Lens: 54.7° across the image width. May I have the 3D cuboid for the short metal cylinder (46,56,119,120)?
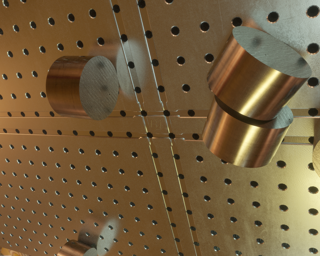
[{"bbox_3d":[-0.096,-0.051,0.395,0.050,0.080,0.079,6,121,25],"label":"short metal cylinder"}]

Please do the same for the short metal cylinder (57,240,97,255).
[{"bbox_3d":[-0.174,0.280,0.641,0.050,0.080,0.079,14,124,21],"label":"short metal cylinder"}]

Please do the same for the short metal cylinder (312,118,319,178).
[{"bbox_3d":[0.195,0.019,0.304,0.080,0.050,0.079,13,124,21],"label":"short metal cylinder"}]

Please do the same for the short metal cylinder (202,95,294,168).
[{"bbox_3d":[0.090,-0.004,0.326,0.080,0.080,0.050,23,127,14],"label":"short metal cylinder"}]

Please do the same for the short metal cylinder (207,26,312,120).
[{"bbox_3d":[0.092,-0.053,0.294,0.080,0.080,0.050,33,129,7],"label":"short metal cylinder"}]
